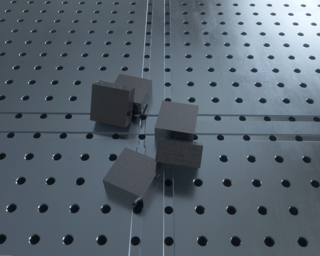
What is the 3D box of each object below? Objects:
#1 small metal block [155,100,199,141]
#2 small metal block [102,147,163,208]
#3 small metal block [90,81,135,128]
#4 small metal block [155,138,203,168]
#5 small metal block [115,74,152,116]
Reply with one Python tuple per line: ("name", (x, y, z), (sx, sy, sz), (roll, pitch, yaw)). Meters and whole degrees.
("small metal block", (0.023, -0.007, 0.414), (0.050, 0.025, 0.050), (9, 51, 7))
("small metal block", (-0.030, 0.056, 0.360), (0.050, 0.025, 0.050), (20, 53, 16))
("small metal block", (-0.063, -0.032, 0.414), (0.050, 0.050, 0.025), (12, 20, 9))
("small metal block", (0.024, 0.028, 0.366), (0.050, 0.050, 0.025), (8, 92, 6))
("small metal block", (-0.043, -0.049, 0.448), (0.050, 0.025, 0.050), (13, 51, 10))
